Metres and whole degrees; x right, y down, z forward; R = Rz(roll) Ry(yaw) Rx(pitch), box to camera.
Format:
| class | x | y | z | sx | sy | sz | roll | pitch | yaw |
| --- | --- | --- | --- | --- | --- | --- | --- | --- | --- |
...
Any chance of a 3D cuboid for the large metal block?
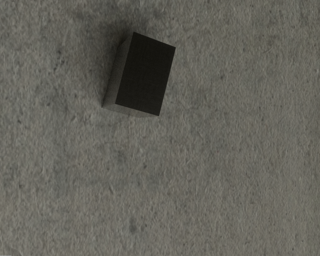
| class | x | y | z | sx | sy | sz | roll | pitch | yaw |
| --- | --- | --- | --- | --- | --- | --- | --- | --- | --- |
| large metal block | -0.028 | -0.058 | 0.370 | 0.050 | 0.080 | 0.080 | 15 | 85 | -20 |
